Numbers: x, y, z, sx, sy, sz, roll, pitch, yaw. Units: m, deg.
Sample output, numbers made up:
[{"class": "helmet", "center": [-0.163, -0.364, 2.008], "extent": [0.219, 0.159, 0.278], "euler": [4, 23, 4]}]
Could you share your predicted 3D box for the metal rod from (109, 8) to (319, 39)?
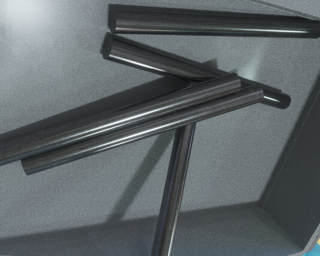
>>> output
[{"class": "metal rod", "center": [0.088, -0.125, 0.378], "extent": [0.303, 0.025, 0.025], "euler": [-7, 122, -25]}]

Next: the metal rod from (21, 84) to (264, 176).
[{"class": "metal rod", "center": [-0.012, -0.002, 0.380], "extent": [0.302, 0.025, 0.025], "euler": [-17, 126, -11]}]

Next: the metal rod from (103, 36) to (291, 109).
[{"class": "metal rod", "center": [0.070, -0.063, 0.407], "extent": [0.302, 0.025, 0.025], "euler": [10, 114, -33]}]

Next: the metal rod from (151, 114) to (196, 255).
[{"class": "metal rod", "center": [0.010, 0.119, 0.397], "extent": [0.025, 0.025, 0.299], "euler": [17, 80, -35]}]

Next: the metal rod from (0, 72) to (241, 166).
[{"class": "metal rod", "center": [-0.046, -0.012, 0.357], "extent": [0.302, 0.025, 0.025], "euler": [-18, 126, -11]}]
